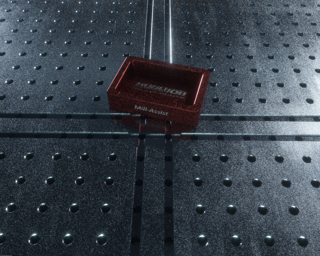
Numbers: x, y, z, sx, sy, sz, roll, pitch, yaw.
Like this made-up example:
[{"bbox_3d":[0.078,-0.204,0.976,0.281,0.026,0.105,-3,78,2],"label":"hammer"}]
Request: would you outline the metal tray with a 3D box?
[{"bbox_3d":[0.000,-0.057,0.452,0.131,0.030,0.090,13,51,10],"label":"metal tray"}]
